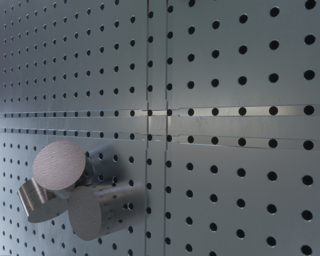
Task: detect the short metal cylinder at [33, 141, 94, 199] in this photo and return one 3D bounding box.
[{"bbox_3d":[-0.152,0.067,0.491,0.080,0.050,0.080,-1,62,2],"label":"short metal cylinder"}]

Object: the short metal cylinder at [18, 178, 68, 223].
[{"bbox_3d":[-0.196,0.120,0.536,0.080,0.081,0.050,-50,61,28],"label":"short metal cylinder"}]

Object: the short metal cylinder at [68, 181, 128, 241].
[{"bbox_3d":[-0.095,0.124,0.472,0.080,0.050,0.080,0,90,40],"label":"short metal cylinder"}]
